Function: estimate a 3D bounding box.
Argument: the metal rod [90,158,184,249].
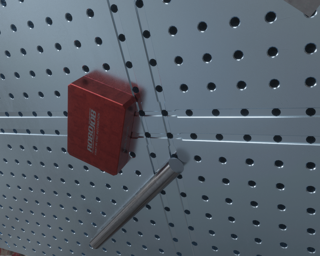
[{"bbox_3d":[-0.053,0.140,0.523,0.025,0.025,0.298,40,129,0],"label":"metal rod"}]

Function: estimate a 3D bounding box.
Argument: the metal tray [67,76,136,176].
[{"bbox_3d":[-0.089,0.000,0.453,0.090,0.030,0.129,23,127,14],"label":"metal tray"}]

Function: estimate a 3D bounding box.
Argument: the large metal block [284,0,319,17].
[{"bbox_3d":[0.119,-0.138,0.227,0.050,0.080,0.079,36,129,4],"label":"large metal block"}]
